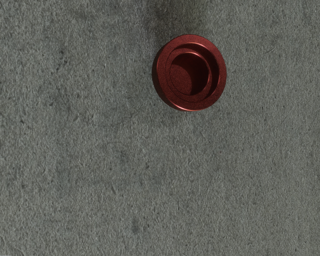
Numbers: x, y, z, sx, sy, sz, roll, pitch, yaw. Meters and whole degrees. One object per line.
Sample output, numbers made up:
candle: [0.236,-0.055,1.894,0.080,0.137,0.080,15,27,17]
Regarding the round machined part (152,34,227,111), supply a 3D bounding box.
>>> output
round machined part: [0.035,-0.070,0.413,0.099,0.042,0.097,0,90,-20]
